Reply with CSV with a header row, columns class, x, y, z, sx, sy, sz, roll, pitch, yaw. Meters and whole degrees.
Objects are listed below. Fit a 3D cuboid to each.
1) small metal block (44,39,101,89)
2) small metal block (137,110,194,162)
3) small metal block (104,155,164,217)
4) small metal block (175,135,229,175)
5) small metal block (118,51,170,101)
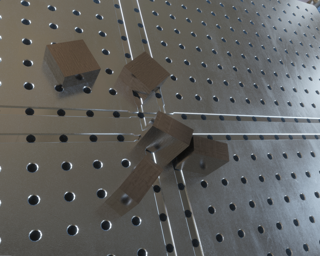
class,x,y,z,sx,sy,sz,roll,pitch,yaw
small metal block,-0.113,-0.083,0.399,0.050,0.025,0.050,-23,74,-37
small metal block,0.006,0.011,0.390,0.050,0.050,0.025,29,52,-11
small metal block,-0.029,0.064,0.339,0.025,0.050,0.050,41,51,-1
small metal block,0.053,0.037,0.400,0.050,0.050,0.025,14,56,-21
small metal block,-0.022,-0.075,0.444,0.050,0.025,0.050,43,51,1
